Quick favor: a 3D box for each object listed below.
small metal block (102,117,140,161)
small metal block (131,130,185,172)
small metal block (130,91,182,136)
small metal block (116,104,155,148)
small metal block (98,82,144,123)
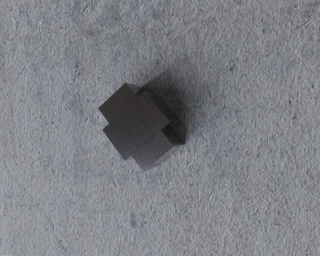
[{"bbox_3d":[-0.041,0.014,0.410,0.025,0.050,0.050,-42,77,15],"label":"small metal block"},{"bbox_3d":[-0.001,0.028,0.396,0.050,0.050,0.025,-41,78,15],"label":"small metal block"},{"bbox_3d":[-0.004,-0.018,0.397,0.025,0.050,0.050,-42,77,15],"label":"small metal block"},{"bbox_3d":[-0.023,-0.002,0.403,0.025,0.050,0.050,-42,77,15],"label":"small metal block"},{"bbox_3d":[-0.045,-0.031,0.411,0.050,0.050,0.025,-41,78,15],"label":"small metal block"}]
